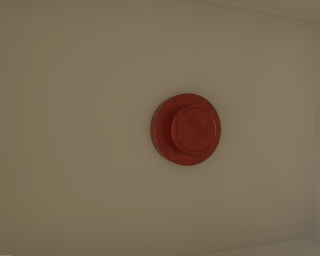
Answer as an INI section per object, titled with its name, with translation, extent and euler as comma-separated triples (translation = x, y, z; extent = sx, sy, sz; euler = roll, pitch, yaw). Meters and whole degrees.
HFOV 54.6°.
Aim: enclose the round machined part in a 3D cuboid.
[round machined part]
translation = 0.040, 0.002, 0.416
extent = 0.099, 0.042, 0.097
euler = 0, 90, -20
